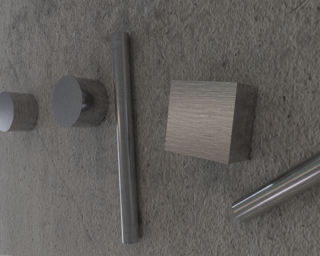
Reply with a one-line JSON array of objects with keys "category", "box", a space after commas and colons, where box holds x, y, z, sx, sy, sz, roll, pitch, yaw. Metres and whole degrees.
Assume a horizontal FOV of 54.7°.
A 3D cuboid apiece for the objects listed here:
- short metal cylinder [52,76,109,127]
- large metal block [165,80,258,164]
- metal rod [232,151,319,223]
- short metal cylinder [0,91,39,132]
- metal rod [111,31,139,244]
[{"category": "short metal cylinder", "box": [-0.128, -0.041, 0.494, 0.080, 0.050, 0.079, 0, 90, 40]}, {"category": "large metal block", "box": [0.056, -0.009, 0.343, 0.080, 0.050, 0.079, 9, 96, 39]}, {"category": "metal rod", "box": [0.181, 0.005, 0.255, 0.299, 0.025, 0.025, -42, 65, 31]}, {"category": "short metal cylinder", "box": [-0.291, -0.032, 0.629, 0.080, 0.050, 0.079, 0, 90, 40]}, {"category": "metal rod", "box": [-0.050, 0.011, 0.446, 0.025, 0.025, 0.298, -5, 87, 40]}]
